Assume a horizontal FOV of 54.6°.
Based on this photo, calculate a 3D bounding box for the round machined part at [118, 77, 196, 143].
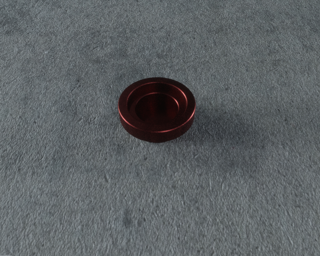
[{"bbox_3d":[-0.004,-0.019,0.409,0.099,0.042,0.098,0,50,0],"label":"round machined part"}]
